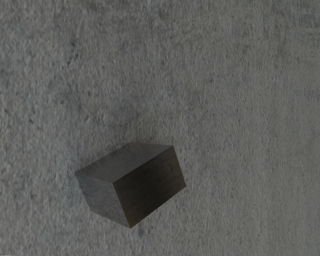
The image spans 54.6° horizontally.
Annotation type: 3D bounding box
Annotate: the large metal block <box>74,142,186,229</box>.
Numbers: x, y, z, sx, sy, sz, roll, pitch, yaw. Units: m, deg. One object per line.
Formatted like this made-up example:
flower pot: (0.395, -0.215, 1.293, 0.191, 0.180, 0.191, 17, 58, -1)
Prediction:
large metal block: (-0.033, 0.057, 0.341, 0.081, 0.080, 0.050, -29, 108, -36)
